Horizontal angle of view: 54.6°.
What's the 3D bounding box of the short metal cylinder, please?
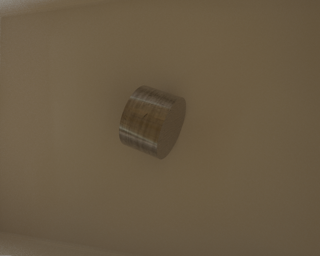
[{"bbox_3d":[-0.007,-0.007,0.384,0.050,0.080,0.080,20,97,19],"label":"short metal cylinder"}]
